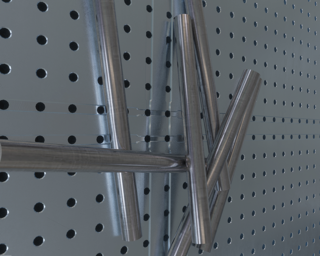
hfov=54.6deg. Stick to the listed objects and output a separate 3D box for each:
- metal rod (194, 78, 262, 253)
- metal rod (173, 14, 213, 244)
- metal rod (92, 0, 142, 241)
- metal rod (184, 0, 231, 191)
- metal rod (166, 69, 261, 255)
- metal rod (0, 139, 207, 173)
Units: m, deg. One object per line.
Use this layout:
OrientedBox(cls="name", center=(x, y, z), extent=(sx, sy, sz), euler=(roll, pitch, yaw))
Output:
OrientedBox(cls="metal rod", center=(0.116, 0.048, 0.504), extent=(0.025, 0.025, 0.300), euler=(34, 69, -35))
OrientedBox(cls="metal rod", center=(0.042, -0.007, 0.408), extent=(0.025, 0.025, 0.299), euler=(5, 76, -40))
OrientedBox(cls="metal rod", center=(-0.050, -0.015, 0.365), extent=(0.025, 0.025, 0.298), euler=(-11, 97, -39))
OrientedBox(cls="metal rod", center=(0.069, -0.056, 0.455), extent=(0.025, 0.025, 0.298), euler=(-13, 95, -39))
OrientedBox(cls="metal rod", center=(0.072, 0.059, 0.432), extent=(0.025, 0.025, 0.299), euler=(27, 85, -37))
OrientedBox(cls="metal rod", center=(-0.029, 0.038, 0.348), extent=(0.302, 0.025, 0.025), euler=(10, 84, -50))
